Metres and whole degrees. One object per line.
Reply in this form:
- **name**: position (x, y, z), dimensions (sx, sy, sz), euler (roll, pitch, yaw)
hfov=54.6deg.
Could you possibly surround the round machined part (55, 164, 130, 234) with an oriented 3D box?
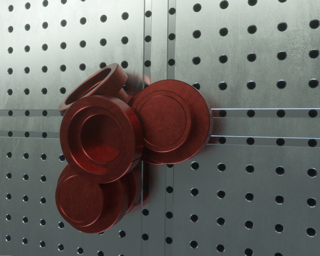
- **round machined part**: position (-0.091, 0.085, 0.391), dimensions (0.098, 0.042, 0.097), euler (0, 90, 20)

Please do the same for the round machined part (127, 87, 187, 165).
- **round machined part**: position (-0.004, -0.003, 0.383), dimensions (0.098, 0.042, 0.097), euler (0, 90, 20)

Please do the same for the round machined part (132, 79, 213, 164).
- **round machined part**: position (0.008, -0.007, 0.355), dimensions (0.098, 0.042, 0.097), euler (0, 89, 20)

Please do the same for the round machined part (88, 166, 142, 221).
- **round machined part**: position (-0.077, 0.075, 0.409), dimensions (0.098, 0.042, 0.097), euler (0, 90, 20)

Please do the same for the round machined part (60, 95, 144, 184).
- **round machined part**: position (-0.062, 0.011, 0.358), dimensions (0.098, 0.042, 0.097), euler (4, 99, 22)

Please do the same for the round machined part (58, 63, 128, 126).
- **round machined part**: position (-0.082, -0.040, 0.413), dimensions (0.098, 0.098, 0.042), euler (-29, 116, 17)
